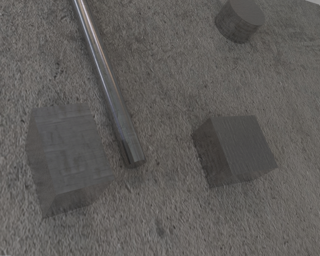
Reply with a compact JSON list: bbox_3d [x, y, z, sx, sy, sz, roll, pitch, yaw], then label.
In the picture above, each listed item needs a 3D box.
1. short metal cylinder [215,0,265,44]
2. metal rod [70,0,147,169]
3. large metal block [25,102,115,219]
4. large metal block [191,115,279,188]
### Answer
[{"bbox_3d":[0.154,-0.210,0.599,0.081,0.050,0.080,14,56,-21],"label":"short metal cylinder"},{"bbox_3d":[-0.079,-0.088,0.414,0.025,0.025,0.299,-9,66,-32],"label":"metal rod"},{"bbox_3d":[-0.092,0.032,0.299,0.050,0.080,0.080,-10,67,-33],"label":"large metal block"},{"bbox_3d":[0.100,0.031,0.423,0.081,0.050,0.080,-3,63,-30],"label":"large metal block"}]
